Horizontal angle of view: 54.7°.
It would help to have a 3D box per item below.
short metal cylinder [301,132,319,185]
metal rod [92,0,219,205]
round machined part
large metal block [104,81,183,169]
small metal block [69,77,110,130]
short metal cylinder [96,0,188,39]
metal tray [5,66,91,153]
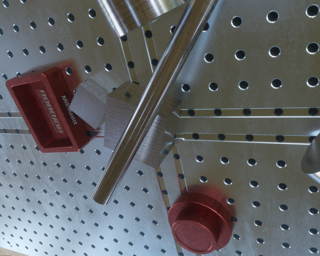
[{"bbox_3d":[0.185,0.028,0.295,0.050,0.080,0.080,38,129,3],"label":"short metal cylinder"},{"bbox_3d":[-0.007,-0.034,0.338,0.025,0.025,0.298,32,111,7],"label":"metal rod"},{"bbox_3d":[0.056,0.148,0.462,0.098,0.042,0.097,13,124,20],"label":"round machined part"},{"bbox_3d":[-0.024,-0.005,0.404,0.080,0.050,0.079,21,127,15],"label":"large metal block"},{"bbox_3d":[-0.095,-0.034,0.440,0.050,0.025,0.050,39,129,2],"label":"small metal block"},{"bbox_3d":[-0.019,-0.129,0.306,0.080,0.080,0.050,-16,110,34],"label":"short metal cylinder"},{"bbox_3d":[-0.173,-0.024,0.484,0.090,0.030,0.129,-5,116,30],"label":"metal tray"}]
